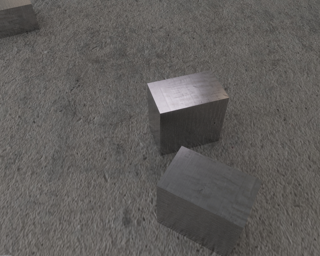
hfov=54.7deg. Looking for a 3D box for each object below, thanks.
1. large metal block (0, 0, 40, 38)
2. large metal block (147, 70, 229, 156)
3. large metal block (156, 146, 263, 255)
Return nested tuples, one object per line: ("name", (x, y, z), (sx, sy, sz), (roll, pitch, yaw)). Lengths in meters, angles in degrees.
("large metal block", (-0.275, -0.212, 0.563), (0.081, 0.050, 0.080), (-20, 53, -16))
("large metal block", (0.031, -0.017, 0.382), (0.081, 0.080, 0.050), (-14, 52, -11))
("large metal block", (0.044, 0.074, 0.305), (0.080, 0.080, 0.050), (23, 54, 18))
